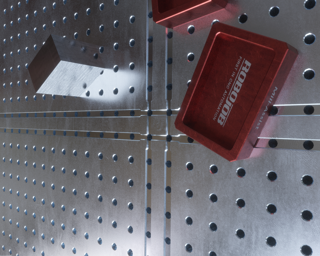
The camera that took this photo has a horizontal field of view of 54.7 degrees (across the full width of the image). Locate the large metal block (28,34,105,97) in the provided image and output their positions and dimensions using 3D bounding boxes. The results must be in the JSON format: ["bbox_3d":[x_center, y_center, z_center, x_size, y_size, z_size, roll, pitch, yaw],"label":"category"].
[{"bbox_3d":[-0.150,-0.096,0.498,0.080,0.081,0.050,-38,67,33],"label":"large metal block"}]

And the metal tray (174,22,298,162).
[{"bbox_3d":[0.078,-0.040,0.341,0.090,0.030,0.129,32,110,35],"label":"metal tray"}]

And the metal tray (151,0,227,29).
[{"bbox_3d":[0.030,-0.200,0.381,0.090,0.030,0.129,-7,85,39],"label":"metal tray"}]
